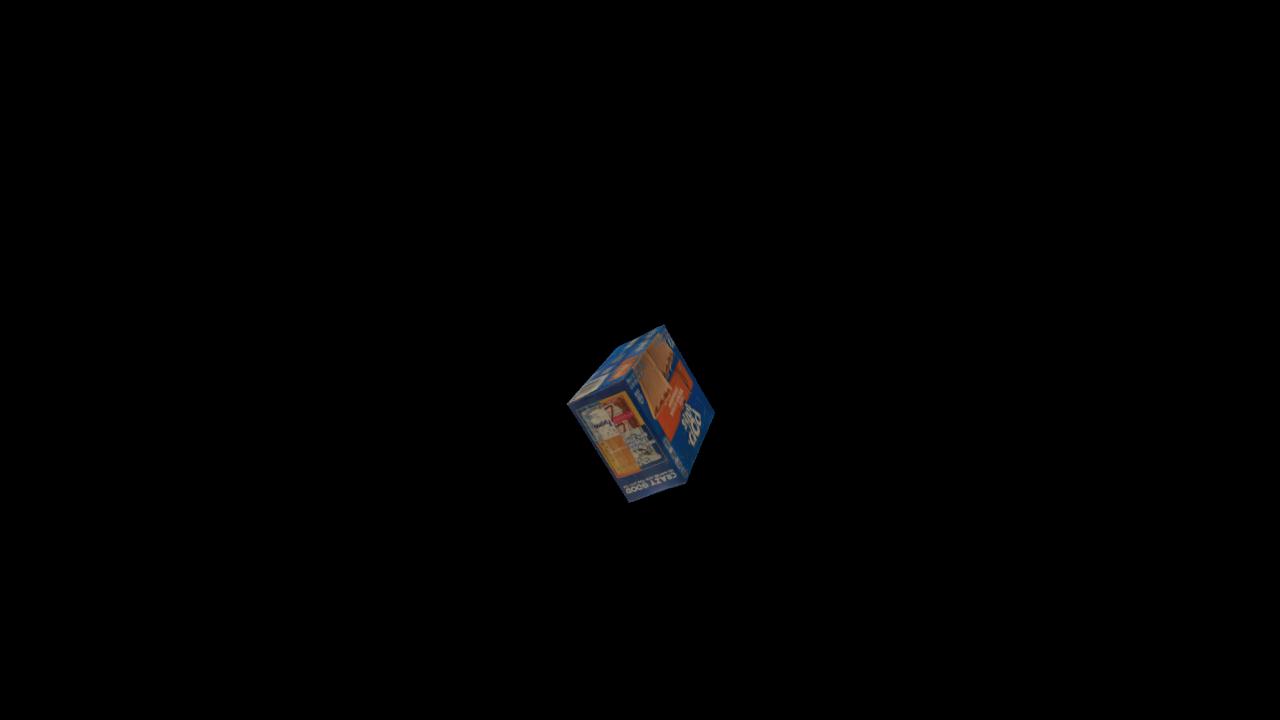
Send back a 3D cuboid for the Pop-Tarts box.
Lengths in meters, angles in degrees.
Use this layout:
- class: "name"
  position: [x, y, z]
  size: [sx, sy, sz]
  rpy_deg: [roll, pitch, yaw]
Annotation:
- class: "Pop-Tarts box"
  position: [0.010, 0.059, 0.743]
  size: [0.083, 0.141, 0.167]
  rpy_deg: [-24, 14, 27]
